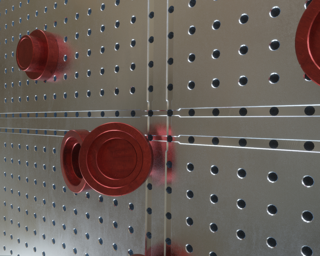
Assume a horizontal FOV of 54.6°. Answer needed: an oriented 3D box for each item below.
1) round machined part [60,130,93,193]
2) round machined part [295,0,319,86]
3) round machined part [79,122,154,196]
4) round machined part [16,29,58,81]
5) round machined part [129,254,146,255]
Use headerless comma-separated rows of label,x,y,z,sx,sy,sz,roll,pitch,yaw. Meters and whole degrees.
round machined part,-0.118,0.051,0.490,0.098,0.042,0.097,4,95,50
round machined part,0.170,-0.075,0.258,0.098,0.042,0.097,0,90,40
round machined part,-0.057,0.042,0.428,0.098,0.042,0.098,0,86,7
round machined part,-0.243,-0.142,0.601,0.098,0.042,0.097,0,90,40
round machined part,-0.021,0.219,0.417,0.098,0.042,0.097,0,90,40
